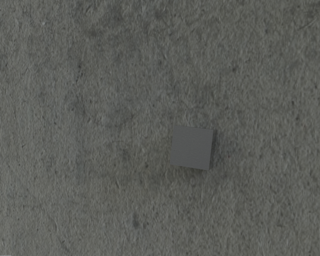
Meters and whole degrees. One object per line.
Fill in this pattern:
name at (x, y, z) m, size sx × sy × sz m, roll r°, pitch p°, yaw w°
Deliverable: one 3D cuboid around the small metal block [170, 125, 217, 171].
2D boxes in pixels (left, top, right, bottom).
small metal block at (0.043, 0.024, 0.394) m, size 0.050 × 0.025 × 0.050 m, roll 7°, pitch 92°, yaw 20°
